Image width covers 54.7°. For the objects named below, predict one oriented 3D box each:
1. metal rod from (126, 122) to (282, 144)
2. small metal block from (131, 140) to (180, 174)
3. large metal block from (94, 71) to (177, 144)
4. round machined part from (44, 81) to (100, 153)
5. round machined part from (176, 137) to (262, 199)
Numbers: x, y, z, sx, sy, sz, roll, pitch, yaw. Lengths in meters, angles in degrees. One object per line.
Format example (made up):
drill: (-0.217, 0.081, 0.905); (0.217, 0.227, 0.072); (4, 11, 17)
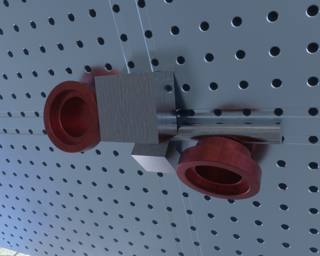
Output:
metal rod: (0.002, 0.004, 0.414); (0.300, 0.025, 0.025); (1, 119, 27)
small metal block: (-0.003, 0.039, 0.425); (0.050, 0.025, 0.050); (1, 148, 28)
large metal block: (-0.028, -0.026, 0.379); (0.080, 0.050, 0.079); (1, 101, 27)
round machined part: (-0.112, -0.015, 0.433); (0.098, 0.042, 0.097); (1, 93, 28)
round machined part: (0.072, 0.046, 0.375); (0.098, 0.042, 0.098); (14, 148, 9)
